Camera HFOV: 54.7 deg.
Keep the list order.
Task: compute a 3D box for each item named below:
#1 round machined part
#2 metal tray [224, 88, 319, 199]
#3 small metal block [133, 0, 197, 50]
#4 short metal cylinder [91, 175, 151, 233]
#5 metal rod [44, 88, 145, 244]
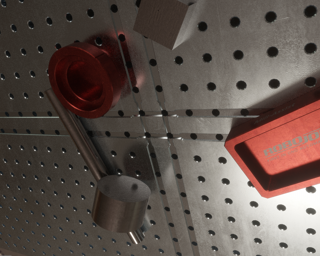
[{"bbox_3d":[-0.093,-0.065,0.407,0.098,0.042,0.097,13,124,20],"label":"round machined part"},{"bbox_3d":[0.150,0.020,0.340,0.130,0.030,0.090,-30,102,37],"label":"metal tray"},{"bbox_3d":[0.004,-0.120,0.333,0.050,0.025,0.050,30,128,8],"label":"small metal block"},{"bbox_3d":[-0.058,0.112,0.466,0.080,0.080,0.050,18,106,17],"label":"short metal cylinder"},{"bbox_3d":[-0.099,0.069,0.503,0.025,0.025,0.299,-13,112,33],"label":"metal rod"}]
